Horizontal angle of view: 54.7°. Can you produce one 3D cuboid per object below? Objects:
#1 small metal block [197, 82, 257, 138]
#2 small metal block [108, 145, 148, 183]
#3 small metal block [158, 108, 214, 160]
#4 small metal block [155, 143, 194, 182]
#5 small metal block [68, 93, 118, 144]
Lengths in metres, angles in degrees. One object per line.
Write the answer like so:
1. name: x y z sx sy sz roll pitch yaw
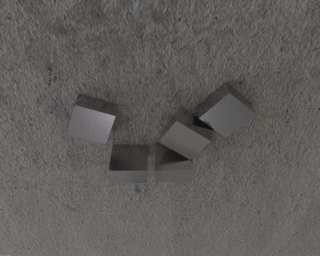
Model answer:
1. small metal block: 0.083 -0.022 0.389 0.050 0.025 0.050 33 122 -25
2. small metal block: -0.042 0.049 0.432 0.050 0.050 0.025 0 130 0
3. small metal block: 0.034 0.009 0.402 0.050 0.025 0.050 30 136 -9
4. small metal block: 0.019 0.047 0.430 0.050 0.050 0.025 -1 133 1
5. small metal block: -0.086 -0.011 0.397 0.050 0.025 0.050 15 129 -13
